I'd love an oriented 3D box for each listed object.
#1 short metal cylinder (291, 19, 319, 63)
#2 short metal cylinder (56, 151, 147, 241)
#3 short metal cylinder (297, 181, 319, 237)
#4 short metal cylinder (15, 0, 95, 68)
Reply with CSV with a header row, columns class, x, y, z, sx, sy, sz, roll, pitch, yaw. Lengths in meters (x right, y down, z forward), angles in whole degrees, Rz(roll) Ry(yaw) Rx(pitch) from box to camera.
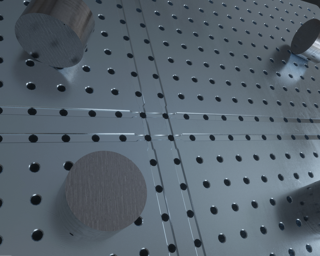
class,x,y,z,sx,sy,sz,roll,pitch,yaw
short metal cylinder,0.330,-0.185,0.663,0.050,0.080,0.080,20,54,-17
short metal cylinder,-0.060,0.070,0.317,0.081,0.050,0.080,14,56,-21
short metal cylinder,0.252,0.116,0.457,0.081,0.050,0.080,14,56,-21
short metal cylinder,-0.126,-0.120,0.378,0.080,0.080,0.050,22,54,-16
